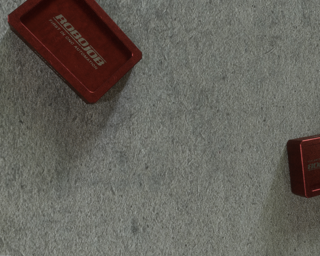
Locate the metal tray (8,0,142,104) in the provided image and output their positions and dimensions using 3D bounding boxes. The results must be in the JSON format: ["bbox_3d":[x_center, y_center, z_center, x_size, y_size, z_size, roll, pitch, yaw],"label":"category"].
[{"bbox_3d":[-0.097,-0.103,0.370,0.130,0.030,0.090,46,76,-14],"label":"metal tray"}]

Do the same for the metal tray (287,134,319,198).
[{"bbox_3d":[0.273,0.056,0.507,0.131,0.030,0.089,-8,93,-20],"label":"metal tray"}]
